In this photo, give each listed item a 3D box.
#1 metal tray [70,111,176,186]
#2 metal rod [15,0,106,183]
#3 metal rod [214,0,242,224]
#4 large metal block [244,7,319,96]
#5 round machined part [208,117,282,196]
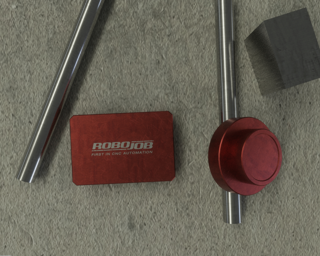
[{"bbox_3d":[-0.047,0.026,0.407,0.131,0.030,0.089,-3,90,-1],"label":"metal tray"},{"bbox_3d":[-0.123,-0.072,0.408,0.025,0.025,0.299,21,90,-1],"label":"metal rod"},{"bbox_3d":[0.090,-0.025,0.411,0.025,0.025,0.298,-2,90,-1],"label":"metal rod"},{"bbox_3d":[0.151,-0.089,0.384,0.050,0.080,0.080,-18,90,0],"label":"large metal block"},{"bbox_3d":[0.111,0.035,0.382,0.099,0.042,0.097,1,89,-30],"label":"round machined part"}]
